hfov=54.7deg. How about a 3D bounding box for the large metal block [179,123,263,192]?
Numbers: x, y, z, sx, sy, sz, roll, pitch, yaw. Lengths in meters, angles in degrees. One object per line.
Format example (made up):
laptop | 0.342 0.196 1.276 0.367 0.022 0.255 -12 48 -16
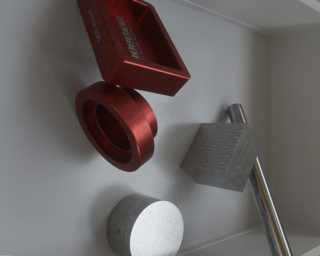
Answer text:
large metal block | 0.088 0.039 0.447 0.050 0.080 0.080 45 63 -31

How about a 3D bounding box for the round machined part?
round machined part | -0.041 -0.006 0.326 0.042 0.098 0.098 -37 113 -33

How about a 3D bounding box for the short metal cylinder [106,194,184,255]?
short metal cylinder | -0.018 0.124 0.378 0.081 0.050 0.079 0 90 -40

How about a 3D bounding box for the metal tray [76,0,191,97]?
metal tray | -0.030 -0.097 0.332 0.091 0.030 0.130 6 49 -40

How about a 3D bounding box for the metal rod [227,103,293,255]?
metal rod | 0.145 0.093 0.440 0.025 0.025 0.299 19 49 -39
